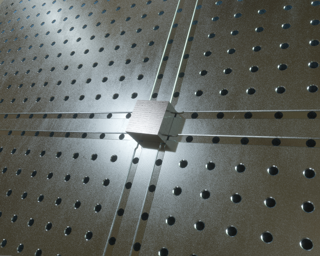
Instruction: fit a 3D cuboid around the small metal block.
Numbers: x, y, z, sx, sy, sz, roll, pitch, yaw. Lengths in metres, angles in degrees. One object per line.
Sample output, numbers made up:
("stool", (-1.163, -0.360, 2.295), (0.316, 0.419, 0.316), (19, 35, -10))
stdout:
("small metal block", (-0.012, -0.010, 0.419), (0.050, 0.025, 0.050), (5, 64, 30))
